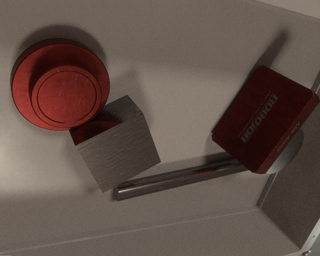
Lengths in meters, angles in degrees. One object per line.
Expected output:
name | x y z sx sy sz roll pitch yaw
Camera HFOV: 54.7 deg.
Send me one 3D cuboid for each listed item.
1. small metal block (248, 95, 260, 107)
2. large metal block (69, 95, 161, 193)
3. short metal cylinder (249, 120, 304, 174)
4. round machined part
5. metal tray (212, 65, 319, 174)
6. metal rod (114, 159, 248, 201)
small metal block | 0.152 -0.023 0.471 0.050 0.025 0.050 -3 123 -43
large metal block | -0.054 0.019 0.376 0.080 0.050 0.080 -27 128 -12
short metal cylinder | 0.166 0.021 0.464 0.081 0.050 0.079 -18 129 -24
round machined part | -0.099 -0.039 0.320 0.099 0.042 0.097 -14 124 -21
metal tray | 0.144 -0.012 0.437 0.030 0.090 0.129 17 110 -48
metal rod | 0.075 0.071 0.495 0.303 0.025 0.025 -8 122 -25
